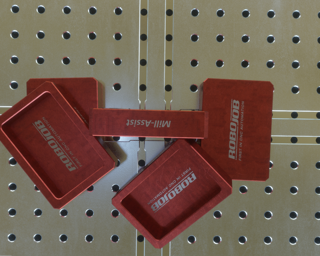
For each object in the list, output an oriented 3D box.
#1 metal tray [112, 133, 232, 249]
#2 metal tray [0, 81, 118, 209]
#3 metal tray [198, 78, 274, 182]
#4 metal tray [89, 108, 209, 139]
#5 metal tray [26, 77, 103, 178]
[{"bbox_3d":[0.014,0.081,0.392,0.130,0.030,0.090,-43,91,17],"label":"metal tray"},{"bbox_3d":[-0.126,0.020,0.377,0.090,0.030,0.130,-38,91,-1],"label":"metal tray"},{"bbox_3d":[0.098,0.002,0.411,0.091,0.030,0.129,3,90,-1],"label":"metal tray"},{"bbox_3d":[-0.012,-0.005,0.380,0.131,0.090,0.030,2,90,-1],"label":"metal tray"},{"bbox_3d":[-0.124,0.000,0.409,0.091,0.030,0.129,-1,91,0],"label":"metal tray"}]
